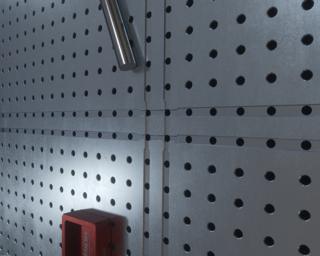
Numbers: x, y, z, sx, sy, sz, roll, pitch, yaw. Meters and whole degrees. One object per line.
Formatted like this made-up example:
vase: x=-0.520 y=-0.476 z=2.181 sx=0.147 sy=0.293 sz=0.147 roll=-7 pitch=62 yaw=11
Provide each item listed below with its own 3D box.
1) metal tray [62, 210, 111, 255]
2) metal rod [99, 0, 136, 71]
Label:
metal tray: x=-0.121 y=0.207 z=0.502 sx=0.090 sy=0.030 sz=0.129 roll=0 pitch=90 yaw=39
metal rod: x=-0.089 y=-0.227 z=0.479 sx=0.025 sy=0.025 sz=0.299 roll=-27 pitch=73 yaw=36
